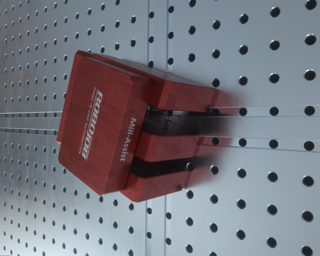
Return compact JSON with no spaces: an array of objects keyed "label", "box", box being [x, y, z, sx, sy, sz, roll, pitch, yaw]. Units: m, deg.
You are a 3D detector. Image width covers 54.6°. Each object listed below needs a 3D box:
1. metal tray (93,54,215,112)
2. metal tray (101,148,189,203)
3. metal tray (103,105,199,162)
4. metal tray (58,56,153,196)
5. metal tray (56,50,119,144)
[{"label":"metal tray","box":[-0.012,-0.055,0.376,0.130,0.091,0.030,27,107,37]},{"label":"metal tray","box":[-0.041,0.044,0.401,0.130,0.091,0.030,27,107,36]},{"label":"metal tray","box":[-0.028,0.000,0.390,0.130,0.091,0.030,25,105,36]},{"label":"metal tray","box":[-0.064,-0.004,0.342,0.090,0.030,0.129,26,107,37]},{"label":"metal tray","box":[-0.096,-0.040,0.444,0.030,0.090,0.129,20,104,16]}]
